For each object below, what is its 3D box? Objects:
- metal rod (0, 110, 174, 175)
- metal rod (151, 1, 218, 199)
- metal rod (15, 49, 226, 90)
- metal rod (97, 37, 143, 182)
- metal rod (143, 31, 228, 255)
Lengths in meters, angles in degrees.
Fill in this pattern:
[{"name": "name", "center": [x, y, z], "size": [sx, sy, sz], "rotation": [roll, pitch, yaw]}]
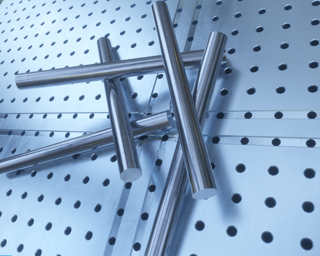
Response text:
[{"name": "metal rod", "center": [-0.124, 0.026, 0.454], "size": [0.301, 0.025, 0.025], "rotation": [-16, 56, 18]}, {"name": "metal rod", "center": [0.021, -0.059, 0.377], "size": [0.025, 0.025, 0.299], "rotation": [-21, 54, 15]}, {"name": "metal rod", "center": [-0.060, -0.084, 0.442], "size": [0.302, 0.025, 0.025], "rotation": [-6, 58, 7]}, {"name": "metal rod", "center": [-0.066, -0.050, 0.447], "size": [0.025, 0.025, 0.300], "rotation": [-28, 45, 10]}, {"name": "metal rod", "center": [0.033, 0.018, 0.361], "size": [0.025, 0.025, 0.299], "rotation": [7, 70, 31]}]
